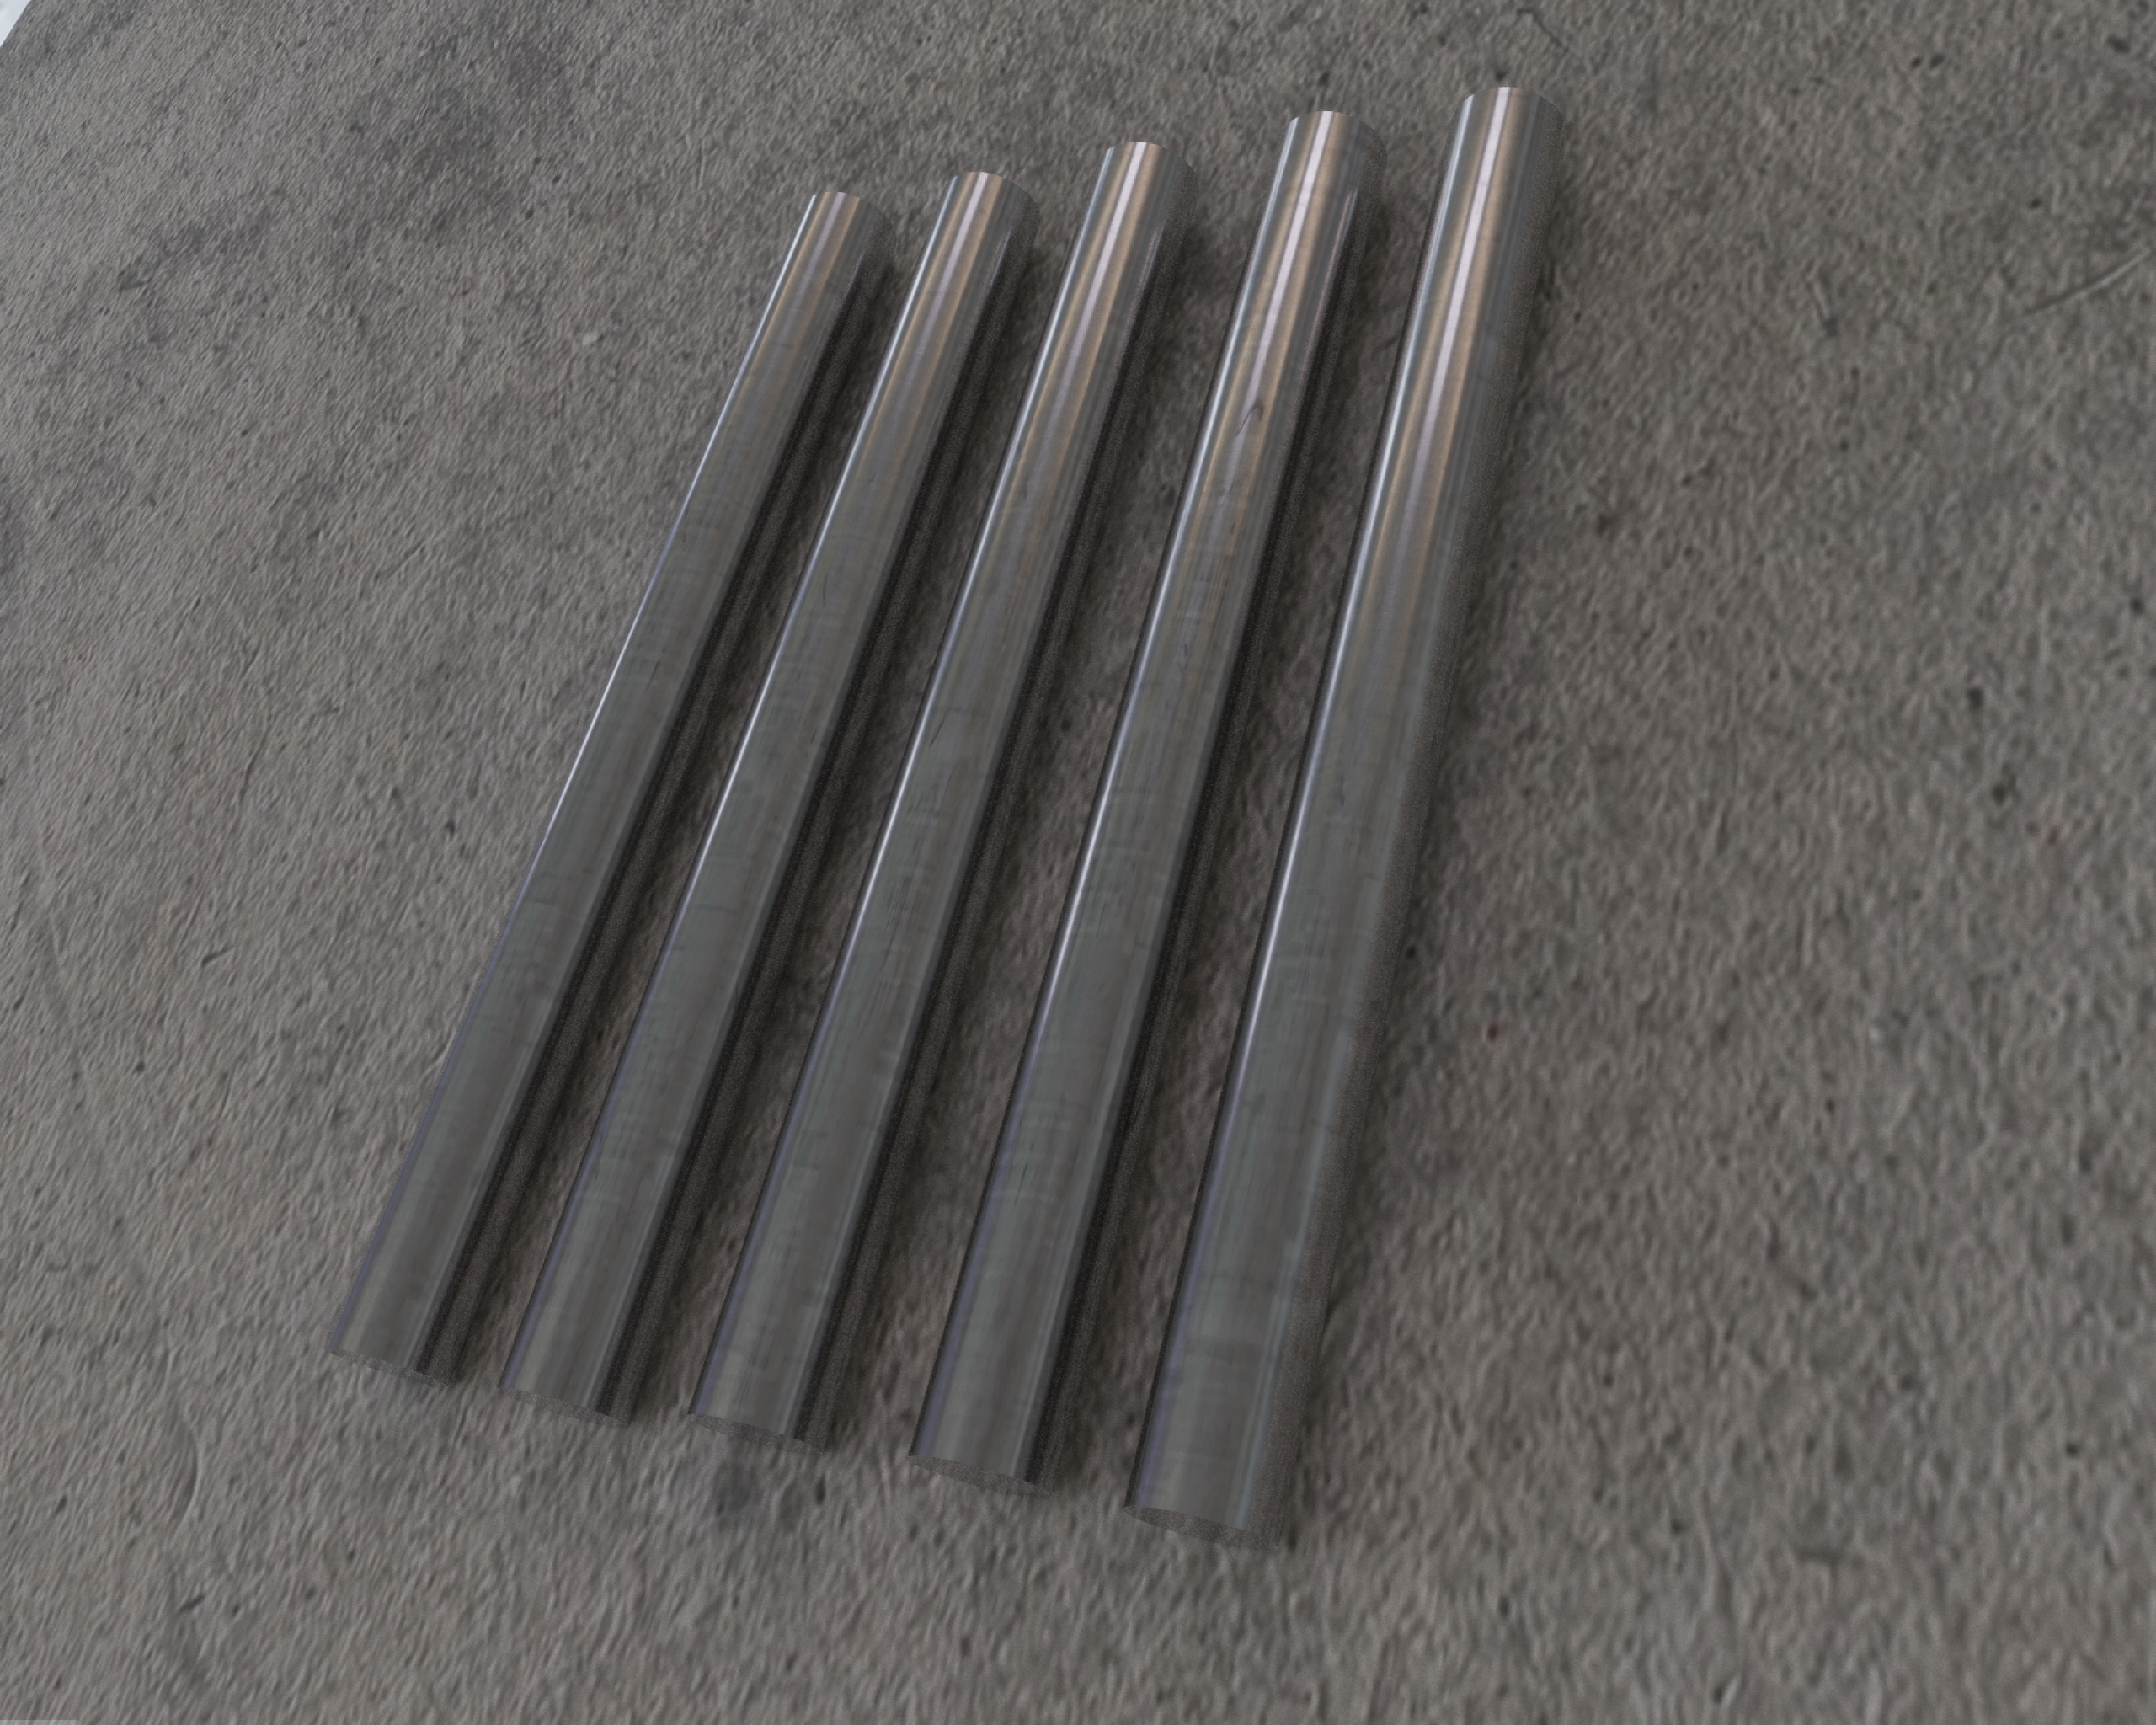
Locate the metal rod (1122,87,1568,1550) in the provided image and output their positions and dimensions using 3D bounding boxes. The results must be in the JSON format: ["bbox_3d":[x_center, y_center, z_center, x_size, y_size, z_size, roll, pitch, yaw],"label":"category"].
[{"bbox_3d":[0.056,-0.027,0.390,0.025,0.025,0.300,1,62,29],"label":"metal rod"}]

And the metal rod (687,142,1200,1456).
[{"bbox_3d":[-0.020,-0.030,0.432,0.025,0.025,0.300,1,62,29],"label":"metal rod"}]

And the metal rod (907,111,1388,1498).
[{"bbox_3d":[0.021,-0.029,0.410,0.025,0.025,0.300,1,62,29],"label":"metal rod"}]

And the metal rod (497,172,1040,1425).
[{"bbox_3d":[-0.059,-0.029,0.452,0.025,0.025,0.300,2,62,29],"label":"metal rod"}]

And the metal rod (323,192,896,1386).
[{"bbox_3d":[-0.098,-0.031,0.474,0.025,0.025,0.300,3,63,29],"label":"metal rod"}]
